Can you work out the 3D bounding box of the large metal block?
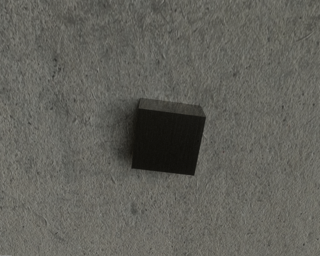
[{"bbox_3d":[0.009,0.010,0.402,0.081,0.050,0.079,7,110,-3],"label":"large metal block"}]
